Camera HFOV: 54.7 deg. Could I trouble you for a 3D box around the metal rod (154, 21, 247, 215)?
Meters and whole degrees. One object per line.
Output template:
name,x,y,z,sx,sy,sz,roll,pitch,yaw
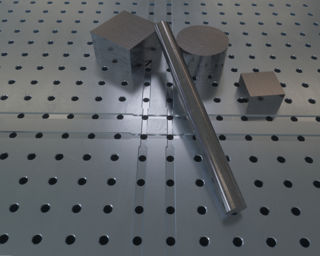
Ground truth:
metal rod,0.043,-0.034,0.409,0.025,0.025,0.299,-12,59,-10

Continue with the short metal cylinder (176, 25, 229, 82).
short metal cylinder,0.065,-0.119,0.492,0.081,0.050,0.080,0,50,0

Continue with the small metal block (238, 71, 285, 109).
small metal block,0.148,-0.057,0.456,0.050,0.025,0.050,-4,50,-4

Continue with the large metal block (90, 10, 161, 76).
large metal block,-0.053,-0.142,0.510,0.080,0.050,0.080,30,56,22
